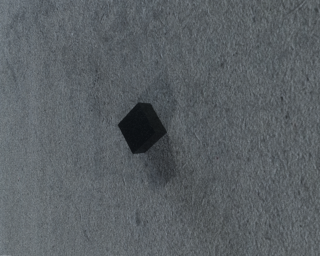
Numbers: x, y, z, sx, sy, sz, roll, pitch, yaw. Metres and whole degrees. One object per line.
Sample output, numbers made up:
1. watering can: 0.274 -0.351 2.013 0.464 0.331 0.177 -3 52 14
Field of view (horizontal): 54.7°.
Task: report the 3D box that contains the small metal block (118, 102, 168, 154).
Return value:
1. small metal block: -0.025 0.001 0.425 0.050 0.025 0.050 -44 64 31
